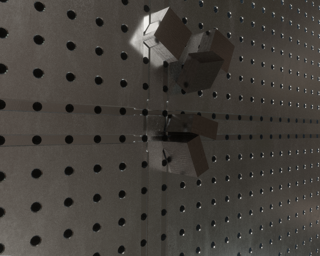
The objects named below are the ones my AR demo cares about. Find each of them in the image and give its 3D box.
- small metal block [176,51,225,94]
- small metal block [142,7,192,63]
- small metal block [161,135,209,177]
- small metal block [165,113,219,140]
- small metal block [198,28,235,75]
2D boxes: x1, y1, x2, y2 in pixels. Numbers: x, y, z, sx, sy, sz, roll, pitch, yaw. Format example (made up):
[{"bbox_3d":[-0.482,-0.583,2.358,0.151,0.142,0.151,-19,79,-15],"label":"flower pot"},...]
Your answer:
[{"bbox_3d":[0.057,-0.080,0.442,0.050,0.025,0.050,-17,143,-39],"label":"small metal block"},{"bbox_3d":[0.010,-0.125,0.420,0.050,0.025,0.050,39,66,-33],"label":"small metal block"},{"bbox_3d":[0.034,0.037,0.424,0.025,0.050,0.050,-29,109,-37],"label":"small metal block"},{"bbox_3d":[0.044,-0.001,0.432,0.050,0.050,0.025,17,79,-39],"label":"small metal block"},{"bbox_3d":[0.087,-0.118,0.484,0.050,0.025,0.050,29,72,-37],"label":"small metal block"}]
